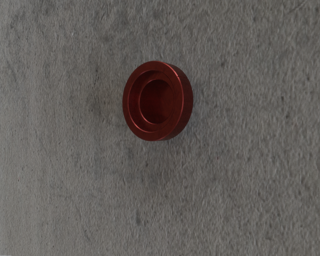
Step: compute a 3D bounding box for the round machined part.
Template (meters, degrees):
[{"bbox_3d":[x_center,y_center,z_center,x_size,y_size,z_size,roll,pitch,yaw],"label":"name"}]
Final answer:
[{"bbox_3d":[0.002,-0.033,0.391,0.098,0.042,0.097,0,90,39],"label":"round machined part"}]
